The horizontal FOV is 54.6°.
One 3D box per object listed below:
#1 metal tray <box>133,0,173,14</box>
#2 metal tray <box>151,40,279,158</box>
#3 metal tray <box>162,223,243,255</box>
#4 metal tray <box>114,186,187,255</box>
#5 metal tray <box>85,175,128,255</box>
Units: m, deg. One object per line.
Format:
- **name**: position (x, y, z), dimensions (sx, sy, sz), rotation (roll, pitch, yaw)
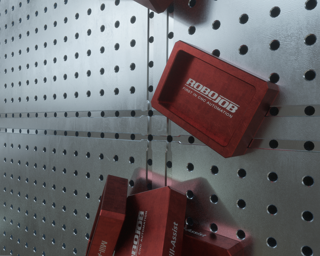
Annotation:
- **metal tray**: position (-0.019, -0.212, 0.400), dimensions (0.130, 0.030, 0.090), rotation (40, 91, 32)
- **metal tray**: position (0.056, -0.036, 0.360), dimensions (0.130, 0.030, 0.089), rotation (37, 112, 34)
- **metal tray**: position (0.032, 0.169, 0.380), dimensions (0.130, 0.030, 0.090), rotation (6, 94, 40)
- **metal tray**: position (-0.015, 0.143, 0.376), dimensions (0.090, 0.030, 0.130), rotation (-24, 45, 43)
- **metal tray**: position (-0.077, 0.143, 0.431), dimensions (0.090, 0.030, 0.129), rotation (-98, 25, -67)
